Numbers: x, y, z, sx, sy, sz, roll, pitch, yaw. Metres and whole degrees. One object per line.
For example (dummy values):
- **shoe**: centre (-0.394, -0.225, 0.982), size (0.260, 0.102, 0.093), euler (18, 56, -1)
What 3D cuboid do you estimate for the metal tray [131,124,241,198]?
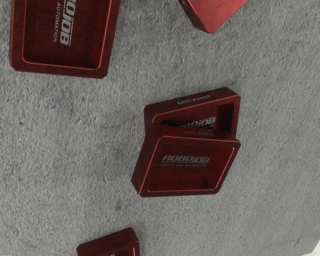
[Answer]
- **metal tray**: centre (0.036, 0.046, 0.411), size (0.131, 0.030, 0.089), euler (5, 116, -31)

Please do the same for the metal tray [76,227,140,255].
- **metal tray**: centre (-0.079, 0.229, 0.501), size (0.091, 0.030, 0.129), euler (-14, 124, -21)

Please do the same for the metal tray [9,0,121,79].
- **metal tray**: centre (-0.086, -0.114, 0.285), size (0.091, 0.030, 0.129), euler (1, 118, -29)

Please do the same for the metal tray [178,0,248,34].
- **metal tray**: centre (0.048, -0.177, 0.320), size (0.090, 0.030, 0.130), euler (-43, 130, 1)

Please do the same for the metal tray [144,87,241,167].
- **metal tray**: centre (0.045, 0.001, 0.428), size (0.131, 0.030, 0.089), euler (-15, 125, -20)
